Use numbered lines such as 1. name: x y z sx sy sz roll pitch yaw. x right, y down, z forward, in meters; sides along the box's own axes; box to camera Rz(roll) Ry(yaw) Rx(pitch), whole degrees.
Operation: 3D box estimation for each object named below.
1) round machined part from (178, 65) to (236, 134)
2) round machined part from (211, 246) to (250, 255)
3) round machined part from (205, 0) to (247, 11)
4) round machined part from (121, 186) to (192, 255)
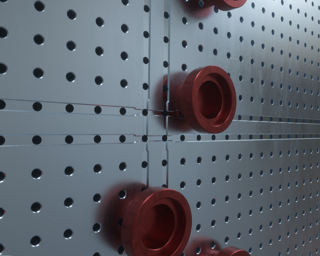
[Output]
1. round machined part: 0.066 -0.041 0.456 0.099 0.042 0.097 0 90 -40
2. round machined part: 0.104 0.236 0.489 0.099 0.042 0.097 0 90 -40
3. round machined part: 0.094 -0.231 0.478 0.099 0.042 0.097 -2 93 -40
4. round machined part: -0.008 0.123 0.393 0.099 0.042 0.097 0 90 -40
